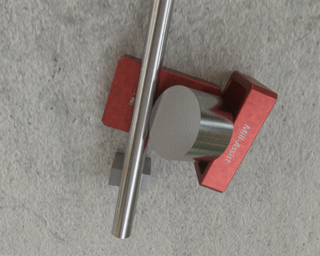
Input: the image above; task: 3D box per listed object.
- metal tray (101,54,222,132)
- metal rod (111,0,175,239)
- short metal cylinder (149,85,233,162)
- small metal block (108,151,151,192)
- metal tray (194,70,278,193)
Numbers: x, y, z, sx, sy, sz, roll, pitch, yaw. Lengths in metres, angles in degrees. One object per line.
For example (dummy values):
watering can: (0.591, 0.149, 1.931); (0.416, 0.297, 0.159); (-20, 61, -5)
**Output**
metal tray: (0.001, -0.031, 0.396); (0.131, 0.030, 0.089); (17, 109, -7)
metal rod: (-0.021, -0.010, 0.365); (0.025, 0.025, 0.298); (10, 101, -4)
short metal cylinder: (0.033, -0.003, 0.342); (0.050, 0.080, 0.079); (9, 114, -39)
small metal block: (-0.040, 0.058, 0.418); (0.050, 0.050, 0.025); (12, 110, -5)
metal tray: (0.084, 0.002, 0.378); (0.030, 0.090, 0.129); (22, 109, -8)
